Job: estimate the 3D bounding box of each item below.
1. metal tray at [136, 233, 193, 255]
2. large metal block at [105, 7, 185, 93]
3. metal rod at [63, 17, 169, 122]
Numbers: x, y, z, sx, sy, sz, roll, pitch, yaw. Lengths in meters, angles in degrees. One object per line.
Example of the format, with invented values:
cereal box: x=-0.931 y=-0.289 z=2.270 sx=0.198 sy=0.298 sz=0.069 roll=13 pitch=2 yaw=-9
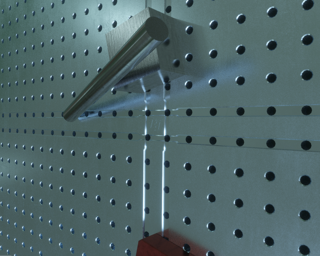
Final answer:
metal tray: x=0.004 y=0.218 z=0.401 sx=0.090 sy=0.030 sz=0.129 roll=17 pitch=101 yaw=38
large metal block: x=-0.021 y=-0.098 z=0.408 sx=0.080 sy=0.050 sz=0.080 roll=-17 pitch=79 yaw=38
metal rod: x=-0.079 y=-0.057 z=0.412 sx=0.299 sy=0.025 sz=0.025 roll=-25 pitch=74 yaw=56
